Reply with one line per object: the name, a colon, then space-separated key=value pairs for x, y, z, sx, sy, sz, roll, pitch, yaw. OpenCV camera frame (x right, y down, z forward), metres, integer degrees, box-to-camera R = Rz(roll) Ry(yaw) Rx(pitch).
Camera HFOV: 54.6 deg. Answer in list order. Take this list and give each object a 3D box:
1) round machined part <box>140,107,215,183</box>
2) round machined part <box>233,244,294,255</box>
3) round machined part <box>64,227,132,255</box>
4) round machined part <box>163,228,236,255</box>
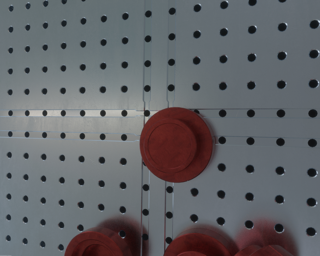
round machined part: x=0.018 y=0.022 z=0.397 sx=0.098 sy=0.042 sz=0.097 roll=0 pitch=90 yaw=20
round machined part: x=0.108 y=0.172 z=0.346 sx=0.042 sy=0.099 sz=0.098 roll=32 pitch=103 yaw=55
round machined part: x=-0.081 y=0.187 z=0.433 sx=0.098 sy=0.042 sz=0.097 roll=0 pitch=90 yaw=20
round machined part: x=0.048 y=0.181 z=0.387 sx=0.098 sy=0.042 sz=0.097 roll=0 pitch=90 yaw=20
